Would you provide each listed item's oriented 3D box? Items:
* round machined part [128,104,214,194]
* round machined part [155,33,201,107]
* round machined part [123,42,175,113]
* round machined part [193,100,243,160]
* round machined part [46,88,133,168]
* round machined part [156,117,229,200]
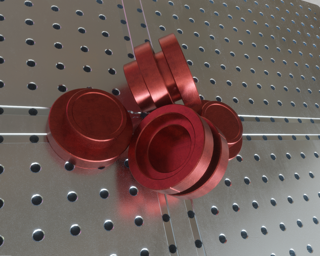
[{"bbox_3d":[0.015,0.026,0.347,0.042,0.098,0.098,34,43,-48],"label":"round machined part"},{"bbox_3d":[0.016,-0.069,0.403,0.042,0.098,0.098,-22,68,6],"label":"round machined part"},{"bbox_3d":[-0.015,-0.058,0.403,0.042,0.098,0.098,-22,68,6],"label":"round machined part"},{"bbox_3d":[0.077,0.001,0.438,0.099,0.042,0.098,13,56,-21],"label":"round machined part"},{"bbox_3d":[-0.077,-0.006,0.359,0.099,0.042,0.098,13,56,-21],"label":"round machined part"},{"bbox_3d":[0.037,0.037,0.370,0.042,0.098,0.098,35,43,-48],"label":"round machined part"}]
